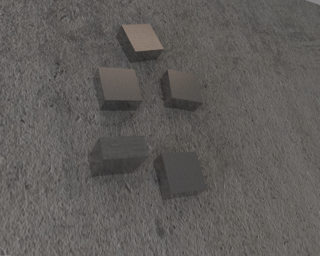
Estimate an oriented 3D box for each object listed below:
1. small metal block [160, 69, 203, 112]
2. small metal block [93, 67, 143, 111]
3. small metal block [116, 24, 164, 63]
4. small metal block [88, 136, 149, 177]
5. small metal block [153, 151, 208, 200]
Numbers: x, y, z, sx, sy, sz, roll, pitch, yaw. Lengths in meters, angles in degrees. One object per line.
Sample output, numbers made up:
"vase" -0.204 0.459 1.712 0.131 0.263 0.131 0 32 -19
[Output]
"small metal block" 0.031 -0.055 0.454 0.050 0.025 0.050 7 59 -25
"small metal block" -0.055 -0.051 0.404 0.050 0.025 0.050 -2 63 -29
"small metal block" -0.030 -0.128 0.465 0.050 0.025 0.050 -15 70 -34
"small metal block" -0.047 0.031 0.343 0.050 0.050 0.025 -1 62 -29
"small metal block" 0.024 0.058 0.381 0.050 0.025 0.050 0 62 -28
